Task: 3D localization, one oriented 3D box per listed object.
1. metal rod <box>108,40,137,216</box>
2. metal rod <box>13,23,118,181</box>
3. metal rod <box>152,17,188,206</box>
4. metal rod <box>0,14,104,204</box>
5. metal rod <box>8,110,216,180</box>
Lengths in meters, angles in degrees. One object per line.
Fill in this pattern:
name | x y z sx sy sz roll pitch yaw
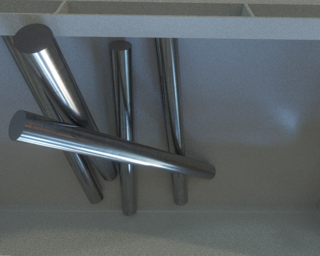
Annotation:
metal rod | -0.047 0.025 0.429 0.025 0.025 0.298 1 130 -1
metal rod | -0.079 0.006 0.334 0.025 0.025 0.299 -1 155 1
metal rod | 0.019 0.004 0.412 0.025 0.025 0.298 -5 130 4
metal rod | -0.129 0.002 0.408 0.025 0.025 0.298 -8 130 6
metal rod | -0.019 0.032 0.354 0.025 0.025 0.301 -35 147 26
